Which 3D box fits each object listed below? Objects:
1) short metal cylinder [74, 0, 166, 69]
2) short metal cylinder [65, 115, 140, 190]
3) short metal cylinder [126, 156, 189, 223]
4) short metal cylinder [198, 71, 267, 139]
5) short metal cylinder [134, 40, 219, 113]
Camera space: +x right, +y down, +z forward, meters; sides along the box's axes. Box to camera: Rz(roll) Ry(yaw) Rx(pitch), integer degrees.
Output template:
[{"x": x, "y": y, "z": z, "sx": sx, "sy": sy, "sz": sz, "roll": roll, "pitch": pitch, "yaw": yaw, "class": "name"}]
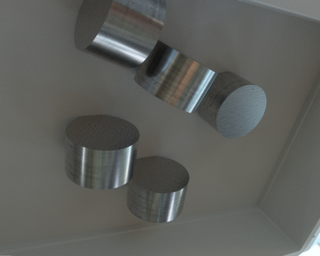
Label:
[{"x": -0.039, "y": -0.101, "z": 0.290, "sx": 0.050, "sy": 0.080, "sz": 0.080, "roll": 17, "pitch": 110, "yaw": -35, "class": "short metal cylinder"}, {"x": -0.066, "y": 0.025, "z": 0.353, "sx": 0.081, "sy": 0.080, "sz": 0.050, "roll": -5, "pitch": 121, "yaw": -27, "class": "short metal cylinder"}, {"x": -0.004, "y": 0.082, "z": 0.423, "sx": 0.081, "sy": 0.080, "sz": 0.050, "roll": -7, "pitch": 122, "yaw": -26, "class": "short metal cylinder"}, {"x": 0.098, "y": -0.032, "z": 0.429, "sx": 0.081, "sy": 0.050, "sz": 0.079, "roll": -14, "pitch": 125, "yaw": -21, "class": "short metal cylinder"}, {"x": 0.018, "y": -0.059, "z": 0.348, "sx": 0.080, "sy": 0.080, "sz": 0.050, "roll": 19, "pitch": 108, "yaw": -36, "class": "short metal cylinder"}]
